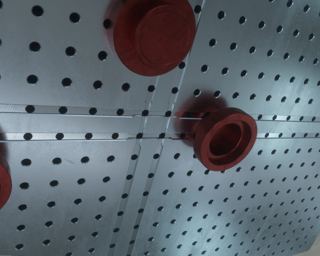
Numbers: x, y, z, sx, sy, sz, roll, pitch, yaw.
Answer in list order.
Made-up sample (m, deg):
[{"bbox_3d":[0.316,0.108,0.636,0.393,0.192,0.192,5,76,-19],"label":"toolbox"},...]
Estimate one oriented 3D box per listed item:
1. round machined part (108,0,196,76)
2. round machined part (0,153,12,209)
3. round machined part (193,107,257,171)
[{"bbox_3d":[-0.003,-0.102,0.337,0.099,0.042,0.097,-14,125,-21],"label":"round machined part"},{"bbox_3d":[-0.208,0.052,0.319,0.099,0.042,0.097,-14,125,-21],"label":"round machined part"},{"bbox_3d":[0.092,0.013,0.461,0.099,0.042,0.097,-14,125,-21],"label":"round machined part"}]
